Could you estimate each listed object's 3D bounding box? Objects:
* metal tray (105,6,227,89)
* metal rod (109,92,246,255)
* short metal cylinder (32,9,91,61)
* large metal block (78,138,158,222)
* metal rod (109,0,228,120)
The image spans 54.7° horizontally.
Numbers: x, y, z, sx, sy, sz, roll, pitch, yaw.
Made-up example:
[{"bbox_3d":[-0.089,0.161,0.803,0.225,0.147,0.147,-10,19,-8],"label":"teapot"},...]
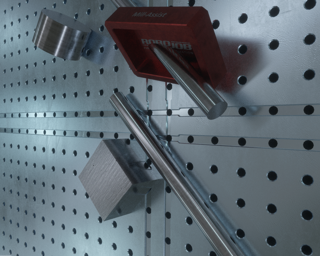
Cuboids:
[{"bbox_3d":[0.005,-0.094,0.363,0.130,0.090,0.030,18,62,38],"label":"metal tray"},{"bbox_3d":[0.017,0.061,0.395,0.300,0.025,0.025,52,120,27],"label":"metal rod"},{"bbox_3d":[-0.160,-0.152,0.505,0.080,0.081,0.050,42,116,32],"label":"short metal cylinder"},{"bbox_3d":[-0.062,0.072,0.445,0.080,0.050,0.080,51,120,27],"label":"large metal block"},{"bbox_3d":[-0.013,-0.121,0.398,0.025,0.025,0.300,-54,53,26],"label":"metal rod"}]
